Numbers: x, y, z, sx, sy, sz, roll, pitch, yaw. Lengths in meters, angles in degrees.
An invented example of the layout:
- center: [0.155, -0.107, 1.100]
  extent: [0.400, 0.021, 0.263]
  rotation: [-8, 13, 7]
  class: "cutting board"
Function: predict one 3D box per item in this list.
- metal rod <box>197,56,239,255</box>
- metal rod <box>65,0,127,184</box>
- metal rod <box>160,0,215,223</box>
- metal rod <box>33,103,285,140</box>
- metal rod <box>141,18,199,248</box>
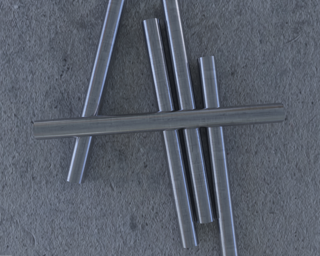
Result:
- center: [0.079, 0.056, 0.410]
  extent: [0.025, 0.025, 0.298]
  rotation: [-7, 90, 0]
  class: "metal rod"
- center: [-0.078, -0.075, 0.409]
  extent: [0.025, 0.025, 0.298]
  rotation: [13, 90, 0]
  class: "metal rod"
- center: [0.036, -0.025, 0.409]
  extent: [0.025, 0.025, 0.298]
  rotation: [-9, 90, 0]
  class: "metal rod"
- center: [-0.001, -0.008, 0.383]
  extent: [0.302, 0.025, 0.025]
  rotation: [-4, 90, 0]
  class: "metal rod"
- center: [0.013, 0.007, 0.409]
  extent: [0.025, 0.025, 0.298]
  rotation: [-10, 90, 0]
  class: "metal rod"
